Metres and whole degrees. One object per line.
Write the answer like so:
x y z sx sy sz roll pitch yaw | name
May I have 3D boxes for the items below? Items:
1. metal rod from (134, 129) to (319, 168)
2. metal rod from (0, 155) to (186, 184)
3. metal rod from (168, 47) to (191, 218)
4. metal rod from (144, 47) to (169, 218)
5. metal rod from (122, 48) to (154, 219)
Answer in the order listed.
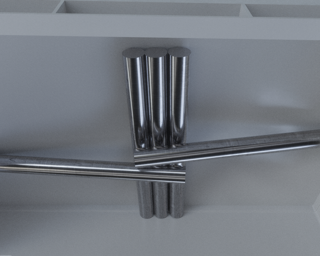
0.117 0.024 0.407 0.302 0.025 0.025 -6 130 -4 | metal rod
-0.116 0.056 0.432 0.302 0.025 0.025 3 130 5 | metal rod
0.025 0.030 0.434 0.025 0.025 0.298 -1 130 0 | metal rod
-0.001 0.031 0.434 0.025 0.025 0.298 -1 130 0 | metal rod
-0.026 0.031 0.434 0.025 0.025 0.298 -1 130 0 | metal rod
